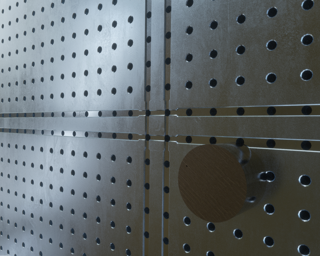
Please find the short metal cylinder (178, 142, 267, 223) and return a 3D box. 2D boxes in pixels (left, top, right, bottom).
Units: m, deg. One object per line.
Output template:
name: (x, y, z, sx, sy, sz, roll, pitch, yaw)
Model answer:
short metal cylinder: (0.067, 0.056, 0.337, 0.080, 0.050, 0.079, 0, 90, 39)
